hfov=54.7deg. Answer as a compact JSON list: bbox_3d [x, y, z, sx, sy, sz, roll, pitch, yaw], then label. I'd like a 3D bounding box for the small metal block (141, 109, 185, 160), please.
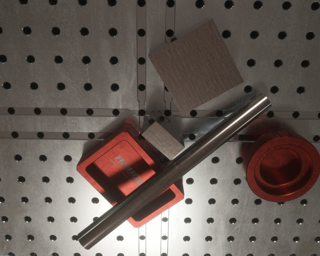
[{"bbox_3d":[0.004,0.008,0.403,0.050,0.050,0.025,42,105,-14],"label":"small metal block"}]

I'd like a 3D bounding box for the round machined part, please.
[{"bbox_3d":[0.162,0.049,0.425,0.099,0.042,0.097,0,110,-1],"label":"round machined part"}]

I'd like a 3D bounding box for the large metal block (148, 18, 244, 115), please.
[{"bbox_3d":[0.042,-0.075,0.373,0.080,0.050,0.080,-29,108,9],"label":"large metal block"}]

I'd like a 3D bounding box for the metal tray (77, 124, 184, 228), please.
[{"bbox_3d":[-0.039,0.070,0.435,0.090,0.030,0.130,-37,107,12],"label":"metal tray"}]

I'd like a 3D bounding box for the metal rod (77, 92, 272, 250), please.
[{"bbox_3d":[0.018,0.056,0.404,0.300,0.025,0.025,-38,106,1],"label":"metal rod"}]
